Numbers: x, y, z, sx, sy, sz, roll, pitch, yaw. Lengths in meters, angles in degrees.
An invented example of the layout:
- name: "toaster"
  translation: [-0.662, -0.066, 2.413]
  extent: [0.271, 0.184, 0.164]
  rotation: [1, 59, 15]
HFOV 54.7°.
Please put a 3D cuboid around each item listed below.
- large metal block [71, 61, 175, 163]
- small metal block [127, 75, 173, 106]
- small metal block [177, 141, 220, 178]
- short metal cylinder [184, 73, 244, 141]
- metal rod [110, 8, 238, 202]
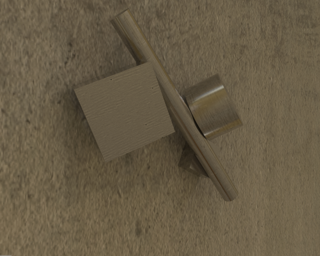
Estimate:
- name: "large metal block"
  translation: [-0.040, -0.021, 0.336]
  extent: [0.081, 0.050, 0.080]
  rotation: [-24, 107, -13]
- name: "small metal block"
  translation: [-0.014, -0.049, 0.396]
  extent: [0.050, 0.025, 0.050]
  rotation: [16, 80, -39]
- name: "small metal block"
  translation: [0.058, 0.042, 0.458]
  extent: [0.050, 0.025, 0.050]
  rotation: [31, 71, -36]
- name: "short metal cylinder"
  translation: [0.075, -0.029, 0.429]
  extent: [0.080, 0.050, 0.080]
  rotation: [56, 18, -27]
- name: "metal rod"
  translation: [0.031, -0.012, 0.402]
  extent: [0.025, 0.025, 0.299]
  rotation: [-49, 119, -29]
